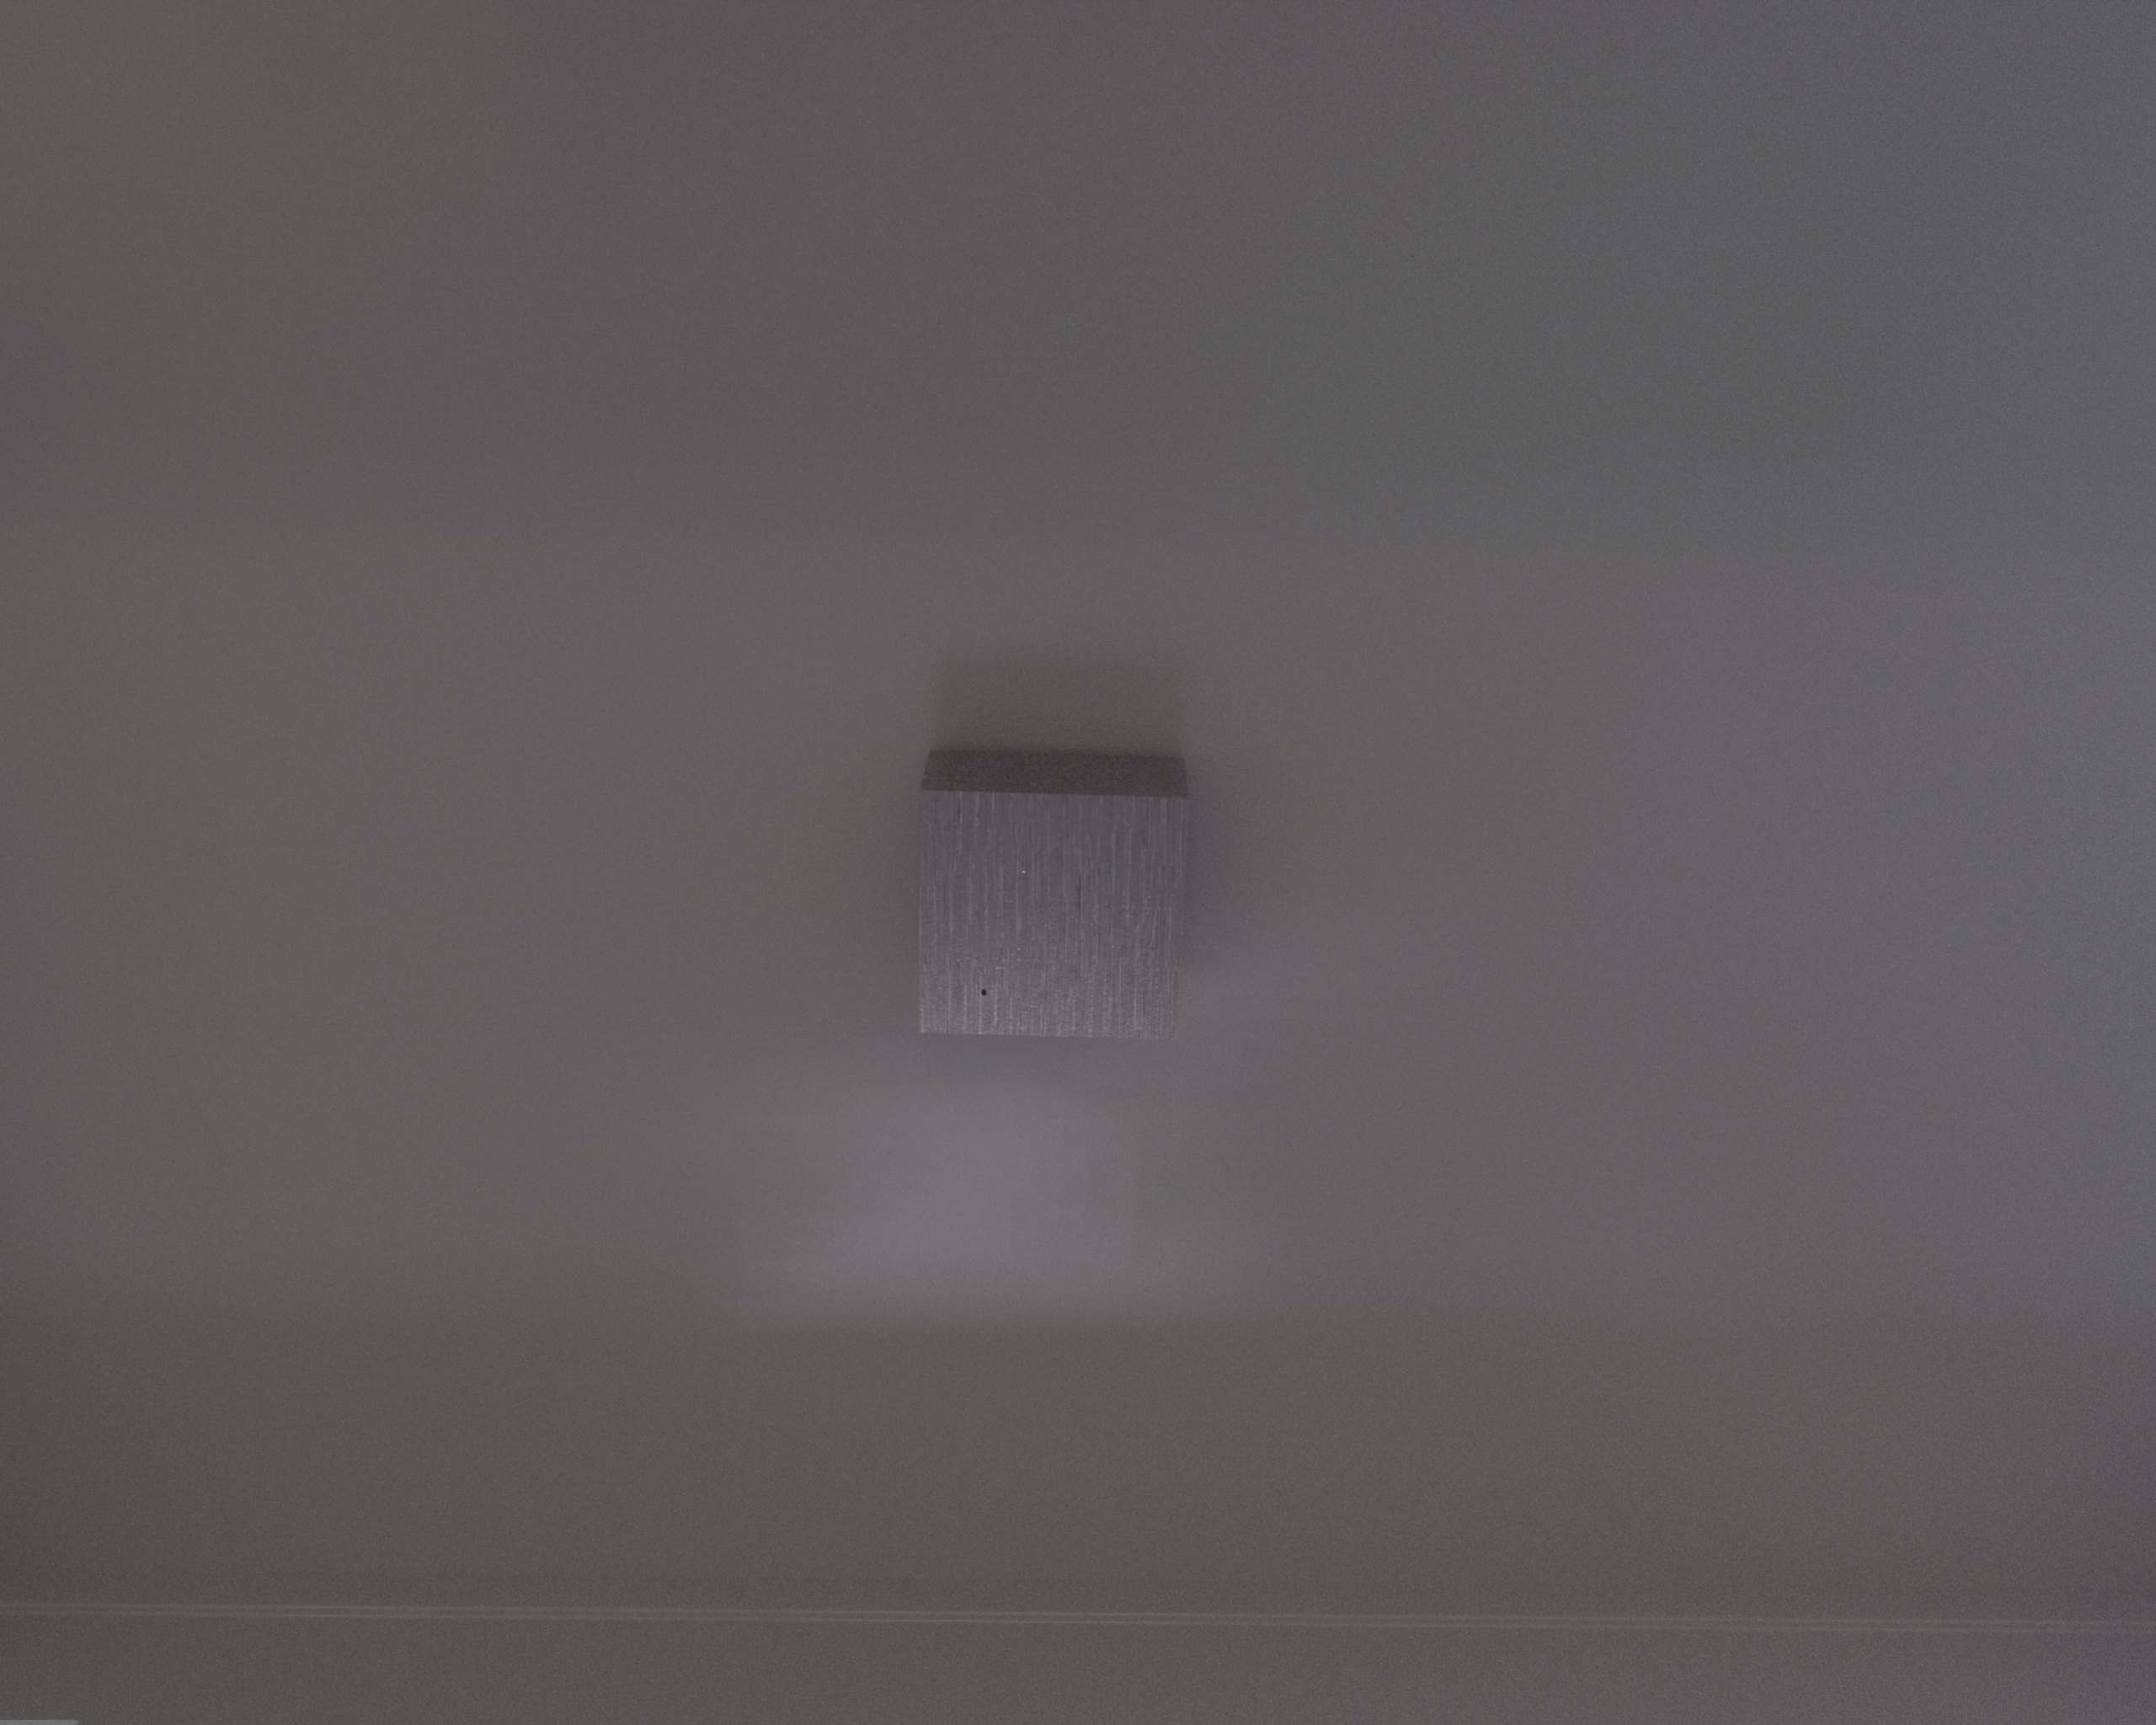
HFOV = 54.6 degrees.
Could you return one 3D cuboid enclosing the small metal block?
[{"bbox_3d":[-0.005,0.006,0.409,0.050,0.025,0.050,2,110,-1],"label":"small metal block"}]
